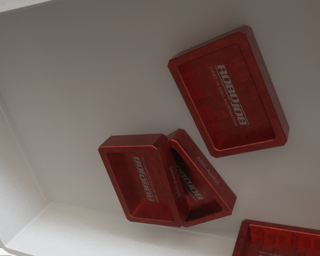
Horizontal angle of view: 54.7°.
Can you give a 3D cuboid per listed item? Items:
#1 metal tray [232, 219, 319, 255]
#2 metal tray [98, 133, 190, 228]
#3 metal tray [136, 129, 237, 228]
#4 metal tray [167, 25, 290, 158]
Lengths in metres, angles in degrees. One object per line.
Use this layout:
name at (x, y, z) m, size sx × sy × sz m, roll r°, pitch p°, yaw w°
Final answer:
metal tray at (0.160, 0.164, 0.383) m, size 0.130 × 0.090 × 0.030 m, roll 1°, pitch 119°, yaw 27°
metal tray at (-0.020, 0.072, 0.419) m, size 0.090 × 0.030 × 0.129 m, roll -3°, pitch 117°, yaw 29°
metal tray at (0.032, 0.074, 0.432) m, size 0.090 × 0.030 × 0.130 m, roll -31°, pitch 102°, yaw 37°
metal tray at (0.077, -0.034, 0.343) m, size 0.090 × 0.030 × 0.130 m, roll -16°, pitch 111°, yaw 34°
